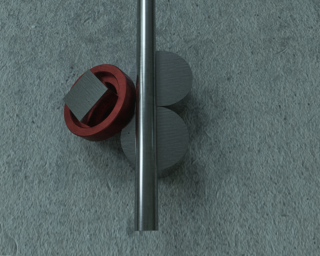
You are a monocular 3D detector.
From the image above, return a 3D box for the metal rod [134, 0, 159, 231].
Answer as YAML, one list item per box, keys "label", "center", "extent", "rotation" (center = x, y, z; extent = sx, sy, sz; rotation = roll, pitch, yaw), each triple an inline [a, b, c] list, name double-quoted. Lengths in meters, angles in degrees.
- label: "metal rod"
  center: [-0.016, -0.035, 0.369]
  extent: [0.025, 0.025, 0.299]
  rotation: [-1, 70, 0]

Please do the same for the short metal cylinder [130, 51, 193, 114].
- label: "short metal cylinder"
  center: [0.001, -0.056, 0.417]
  extent: [0.081, 0.050, 0.080]
  rotation: [0, 70, 0]

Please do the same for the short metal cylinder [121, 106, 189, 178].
- label: "short metal cylinder"
  center: [-0.006, 0.019, 0.388]
  extent: [0.081, 0.050, 0.080]
  rotation: [0, 69, 0]

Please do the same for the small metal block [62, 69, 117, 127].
- label: "small metal block"
  center: [-0.084, -0.036, 0.379]
  extent: [0.050, 0.025, 0.050]
  rotation: [-48, 54, 4]

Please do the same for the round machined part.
- label: "round machined part"
  center: [-0.071, -0.028, 0.396]
  extent: [0.098, 0.042, 0.098]
  rotation: [-12, 64, 26]
